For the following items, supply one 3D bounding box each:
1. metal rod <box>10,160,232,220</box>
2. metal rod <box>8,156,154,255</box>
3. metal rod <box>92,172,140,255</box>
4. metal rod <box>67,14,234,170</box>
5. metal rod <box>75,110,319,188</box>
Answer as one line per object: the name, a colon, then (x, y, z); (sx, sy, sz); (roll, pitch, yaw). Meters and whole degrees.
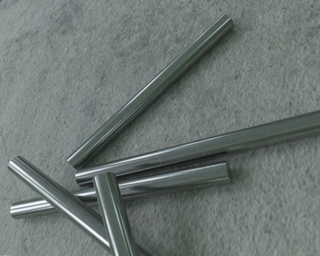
metal rod: (-0.063, 0.082, 0.384); (0.301, 0.025, 0.025); (-14, 56, 19)
metal rod: (-0.079, 0.108, 0.353); (0.300, 0.025, 0.025); (26, 76, 29)
metal rod: (-0.011, 0.177, 0.268); (0.025, 0.025, 0.299); (-28, 62, 10)
metal rod: (-0.012, -0.052, 0.440); (0.300, 0.025, 0.025); (-43, 51, -2)
metal rod: (0.032, 0.030, 0.367); (0.301, 0.025, 0.025); (-15, 56, 19)
